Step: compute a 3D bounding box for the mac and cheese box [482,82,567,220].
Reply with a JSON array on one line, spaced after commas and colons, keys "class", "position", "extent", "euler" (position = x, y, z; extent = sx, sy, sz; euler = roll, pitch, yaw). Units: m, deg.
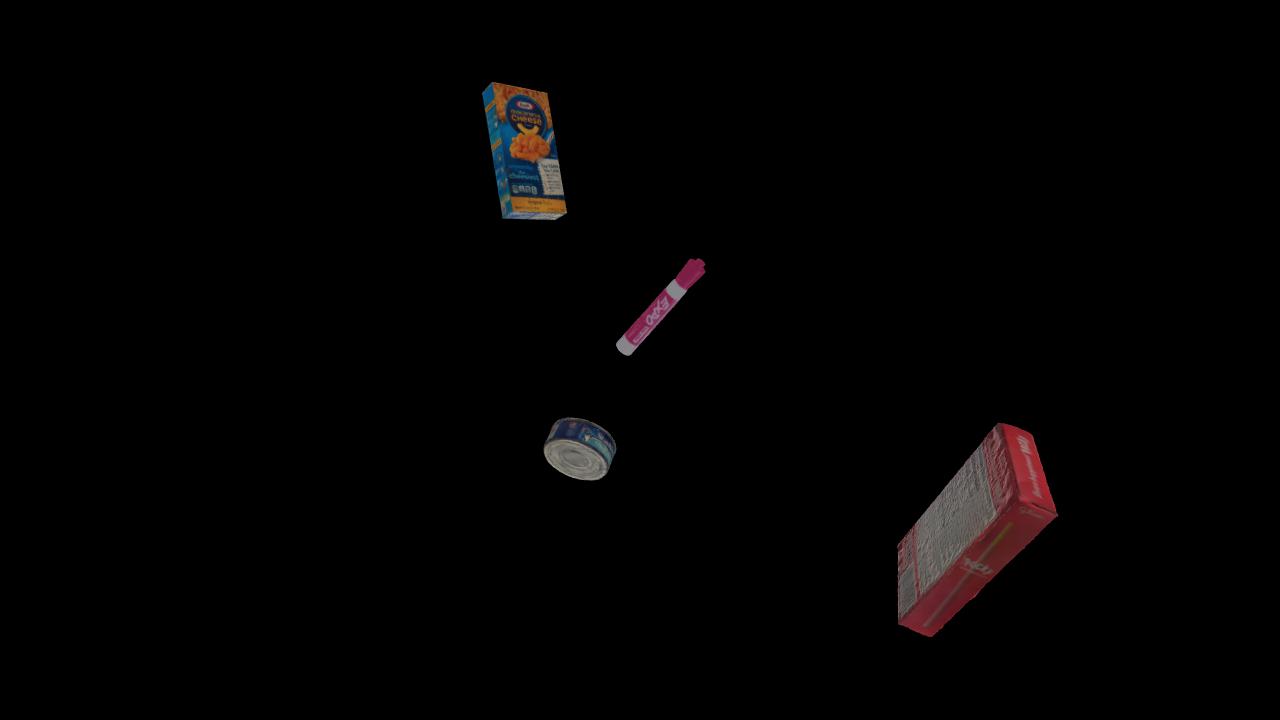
[{"class": "mac and cheese box", "position": [-0.165, -0.297, 0.886], "extent": [0.093, 0.184, 0.041], "euler": [-9, -1, -39]}]

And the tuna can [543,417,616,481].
[{"class": "tuna can", "position": [-0.073, 0.109, 0.741], "extent": [0.084, 0.084, 0.034], "euler": [0, 44, 21]}]

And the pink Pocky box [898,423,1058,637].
[{"class": "pink Pocky box", "position": [0.241, 0.128, 0.456], "extent": [0.029, 0.155, 0.084], "euler": [23, 36, 7]}]

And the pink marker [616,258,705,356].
[{"class": "pink marker", "position": [0.019, -0.050, 0.579], "extent": [0.020, 0.020, 0.121], "euler": [0, -40, -50]}]
